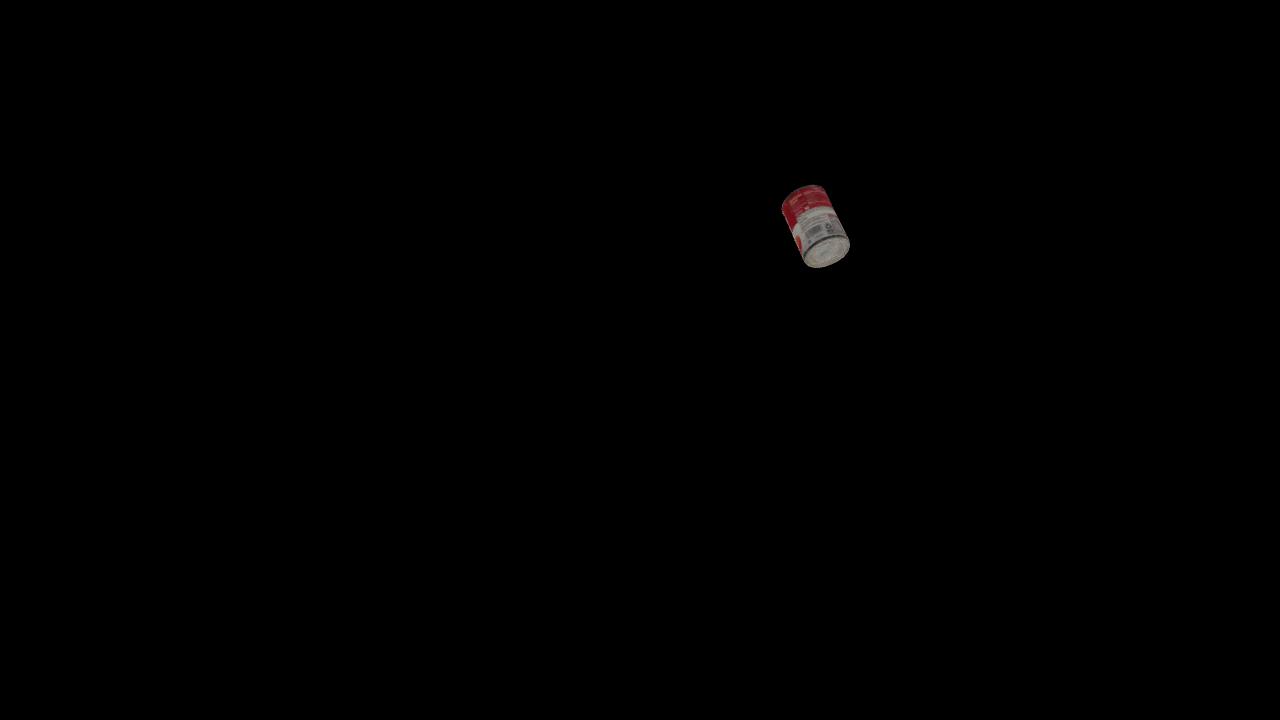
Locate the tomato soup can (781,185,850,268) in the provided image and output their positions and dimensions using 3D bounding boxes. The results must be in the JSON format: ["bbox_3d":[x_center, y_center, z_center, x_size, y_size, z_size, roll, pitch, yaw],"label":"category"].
[{"bbox_3d":[0.251,-0.190,0.877,0.068,0.101,0.068,-10,-30,-6],"label":"tomato soup can"}]
